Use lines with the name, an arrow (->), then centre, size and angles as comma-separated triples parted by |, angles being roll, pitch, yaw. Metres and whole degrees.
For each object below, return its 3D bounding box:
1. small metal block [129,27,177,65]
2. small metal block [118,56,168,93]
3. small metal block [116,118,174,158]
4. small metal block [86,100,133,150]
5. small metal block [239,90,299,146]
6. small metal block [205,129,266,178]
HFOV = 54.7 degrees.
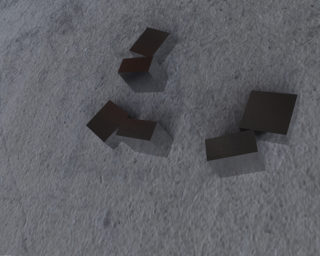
small metal block -> -0.011, -0.127, 0.486 | 0.050, 0.025, 0.050 | 28, 77, 37
small metal block -> -0.024, -0.076, 0.445 | 0.050, 0.050, 0.025 | 2, 63, 29
small metal block -> -0.018, 0.012, 0.388 | 0.050, 0.050, 0.025 | 8, 66, 31
small metal block -> -0.069, -0.005, 0.441 | 0.050, 0.025, 0.050 | -48, 52, -6
small metal block -> 0.123, -0.012, 0.347 | 0.050, 0.025, 0.050 | 11, 67, 32
small metal block -> 0.080, 0.029, 0.327 | 0.050, 0.050, 0.025 | -14, 56, 20
